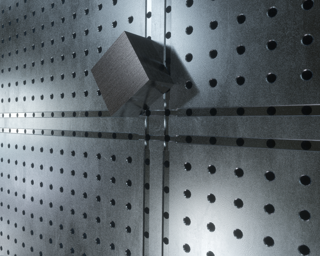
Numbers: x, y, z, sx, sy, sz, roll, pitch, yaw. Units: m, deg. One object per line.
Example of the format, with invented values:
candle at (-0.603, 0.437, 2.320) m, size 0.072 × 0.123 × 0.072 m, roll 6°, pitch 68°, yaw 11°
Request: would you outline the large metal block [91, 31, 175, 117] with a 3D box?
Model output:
large metal block at (-0.039, -0.070, 0.424) m, size 0.080 × 0.050 × 0.080 m, roll -39°, pitch 66°, yaw 32°
